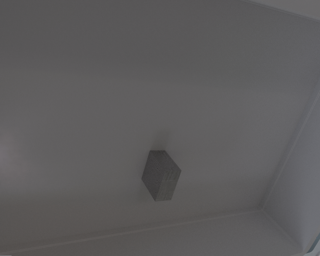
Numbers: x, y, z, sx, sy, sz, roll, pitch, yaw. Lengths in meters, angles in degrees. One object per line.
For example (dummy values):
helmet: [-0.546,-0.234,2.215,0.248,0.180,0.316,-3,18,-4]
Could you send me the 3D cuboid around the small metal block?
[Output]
small metal block: [0.001,0.066,0.433,0.025,0.050,0.050,2,117,-30]
